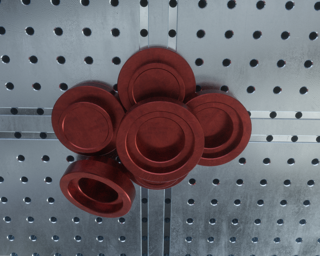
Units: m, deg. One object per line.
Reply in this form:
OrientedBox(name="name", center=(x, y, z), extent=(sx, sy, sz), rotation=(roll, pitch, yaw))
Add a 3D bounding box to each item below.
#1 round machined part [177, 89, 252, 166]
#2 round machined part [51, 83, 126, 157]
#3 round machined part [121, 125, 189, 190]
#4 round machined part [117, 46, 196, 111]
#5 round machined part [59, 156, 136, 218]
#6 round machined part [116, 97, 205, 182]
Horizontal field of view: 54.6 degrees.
OrientedBox(name="round machined part", center=(0.064, -0.003, 0.403), extent=(0.099, 0.042, 0.097), rotation=(0, 110, 0))
OrientedBox(name="round machined part", center=(-0.091, -0.006, 0.401), extent=(0.099, 0.042, 0.097), rotation=(0, 110, 0))
OrientedBox(name="round machined part", center=(-0.004, 0.042, 0.419), extent=(0.099, 0.042, 0.097), rotation=(0, 110, 0))
OrientedBox(name="round machined part", center=(-0.004, -0.050, 0.386), extent=(0.099, 0.042, 0.097), rotation=(0, 110, 0))
OrientedBox(name="round machined part", center=(-0.079, 0.075, 0.417), extent=(0.098, 0.042, 0.097), rotation=(9, 134, 10))
OrientedBox(name="round machined part", center=(0.000, 0.010, 0.362), extent=(0.099, 0.042, 0.097), rotation=(0, 110, 0))
